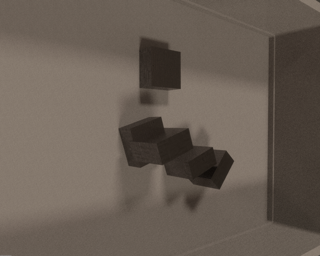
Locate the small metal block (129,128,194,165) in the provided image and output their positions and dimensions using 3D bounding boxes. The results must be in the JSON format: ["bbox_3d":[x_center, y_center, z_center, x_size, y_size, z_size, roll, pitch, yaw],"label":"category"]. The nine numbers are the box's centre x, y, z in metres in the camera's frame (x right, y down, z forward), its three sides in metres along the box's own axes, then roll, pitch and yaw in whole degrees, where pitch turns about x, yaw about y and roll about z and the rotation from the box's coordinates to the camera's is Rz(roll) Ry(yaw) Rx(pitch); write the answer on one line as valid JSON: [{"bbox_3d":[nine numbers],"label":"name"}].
[{"bbox_3d":[0.002,0.020,0.361,0.050,0.050,0.025,-24,106,-38],"label":"small metal block"}]

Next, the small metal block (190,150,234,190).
[{"bbox_3d":[0.072,0.059,0.454,0.025,0.050,0.050,49,61,-29],"label":"small metal block"}]

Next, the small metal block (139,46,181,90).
[{"bbox_3d":[0.001,-0.077,0.409,0.050,0.025,0.050,-1,91,-40],"label":"small metal block"}]

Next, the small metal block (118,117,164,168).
[{"bbox_3d":[-0.019,0.017,0.393,0.050,0.025,0.050,-23,105,-38],"label":"small metal block"}]

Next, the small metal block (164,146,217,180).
[{"bbox_3d":[0.041,0.046,0.427,0.050,0.050,0.025,-26,107,-37],"label":"small metal block"}]
